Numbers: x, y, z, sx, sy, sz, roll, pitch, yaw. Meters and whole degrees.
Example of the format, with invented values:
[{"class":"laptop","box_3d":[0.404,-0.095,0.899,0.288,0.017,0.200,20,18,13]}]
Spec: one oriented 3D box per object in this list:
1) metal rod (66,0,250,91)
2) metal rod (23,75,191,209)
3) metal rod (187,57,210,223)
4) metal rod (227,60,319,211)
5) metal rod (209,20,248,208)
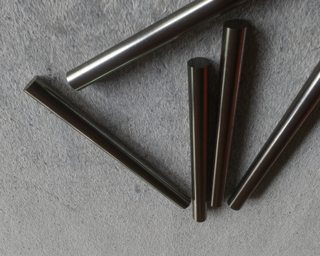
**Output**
[{"class":"metal rod","box_3d":[0.031,-0.111,0.312,0.300,0.025,0.025,-24,126,18]},{"class":"metal rod","box_3d":[-0.055,0.035,0.436,0.025,0.025,0.300,-33,123,24]},{"class":"metal rod","box_3d":[0.056,0.040,0.441,0.025,0.025,0.298,-4,130,3]},{"class":"metal rod","box_3d":[0.162,0.017,0.422,0.025,0.025,0.298,11,129,-10]},{"class":"metal rod","box_3d":[0.085,0.007,0.413,0.025,0.025,0.298,-2,130,2]}]
